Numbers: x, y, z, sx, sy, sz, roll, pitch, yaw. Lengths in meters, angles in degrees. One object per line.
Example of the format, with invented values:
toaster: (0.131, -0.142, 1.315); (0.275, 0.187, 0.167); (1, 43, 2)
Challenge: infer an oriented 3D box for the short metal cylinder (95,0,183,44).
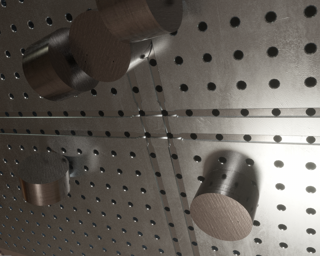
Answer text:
short metal cylinder: (-0.018, -0.129, 0.305); (0.050, 0.080, 0.080); (-6, 116, 31)

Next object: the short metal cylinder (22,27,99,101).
short metal cylinder: (-0.121, -0.078, 0.389); (0.050, 0.080, 0.080); (-14, 112, 33)

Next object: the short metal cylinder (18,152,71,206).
short metal cylinder: (-0.196, 0.085, 0.529); (0.080, 0.080, 0.050); (19, 126, 16)

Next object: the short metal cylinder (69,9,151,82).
short metal cylinder: (-0.057, -0.100, 0.362); (0.080, 0.050, 0.079); (13, 124, 20)

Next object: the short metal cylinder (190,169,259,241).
short metal cylinder: (0.086, 0.102, 0.412); (0.080, 0.050, 0.079); (13, 124, 20)
